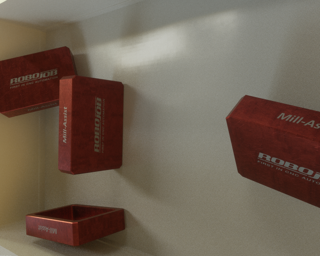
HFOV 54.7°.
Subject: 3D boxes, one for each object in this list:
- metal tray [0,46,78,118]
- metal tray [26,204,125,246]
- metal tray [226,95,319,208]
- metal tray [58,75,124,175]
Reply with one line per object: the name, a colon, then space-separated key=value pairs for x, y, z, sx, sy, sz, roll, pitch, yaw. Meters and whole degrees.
metal tray: x=-0.205 y=-0.077 z=0.517 sx=0.131 sy=0.030 sz=0.090 roll=-14 pitch=78 yaw=-5
metal tray: x=-0.128 y=0.142 z=0.467 sx=0.130 sy=0.091 sz=0.030 roll=-7 pitch=86 yaw=39
metal tray: x=0.126 y=0.027 z=0.263 sx=0.130 sy=0.030 sz=0.090 roll=20 pitch=147 yaw=38
metal tray: x=-0.096 y=-0.004 z=0.440 sx=0.030 sy=0.091 sz=0.129 roll=2 pitch=92 yaw=40
